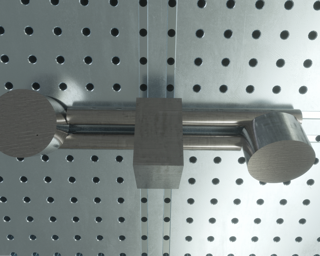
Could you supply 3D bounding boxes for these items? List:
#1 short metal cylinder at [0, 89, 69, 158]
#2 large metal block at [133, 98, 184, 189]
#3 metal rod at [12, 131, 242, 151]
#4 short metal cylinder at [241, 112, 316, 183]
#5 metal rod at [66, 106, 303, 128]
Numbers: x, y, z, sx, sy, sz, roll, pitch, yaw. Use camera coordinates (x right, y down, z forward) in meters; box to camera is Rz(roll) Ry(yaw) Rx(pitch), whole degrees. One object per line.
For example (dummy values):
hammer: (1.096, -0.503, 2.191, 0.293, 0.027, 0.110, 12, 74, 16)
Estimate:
short metal cylinder: (-0.160, -0.005, 0.382, 0.081, 0.050, 0.080, 0, 87, -1)
large metal block: (-0.002, 0.020, 0.359, 0.050, 0.080, 0.080, 1, 152, 0)
metal rod: (-0.043, 0.017, 0.419, 0.302, 0.025, 0.025, 1, 110, -1)
short metal cylinder: (0.148, 0.026, 0.397, 0.081, 0.050, 0.079, 0, 132, 0)
metal rod: (0.032, -0.015, 0.408, 0.302, 0.025, 0.025, 1, 110, -1)
